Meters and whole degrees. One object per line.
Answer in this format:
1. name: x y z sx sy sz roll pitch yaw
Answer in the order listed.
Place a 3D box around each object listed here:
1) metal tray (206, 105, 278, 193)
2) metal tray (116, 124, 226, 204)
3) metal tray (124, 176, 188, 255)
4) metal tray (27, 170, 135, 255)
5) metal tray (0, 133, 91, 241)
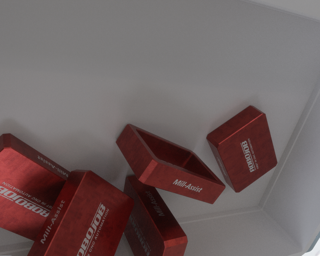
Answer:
1. metal tray: 0.137 0.038 0.503 0.090 0.030 0.130 -34 129 -6
2. metal tray: 0.015 0.048 0.403 0.131 0.090 0.030 25 105 -37
3. metal tray: -0.015 0.135 0.416 0.030 0.130 0.089 -3 120 -27
4. metal tray: -0.089 0.125 0.359 0.090 0.030 0.130 45 54 -37
5. metal tray: -0.159 0.076 0.366 0.090 0.030 0.130 -43 129 1
